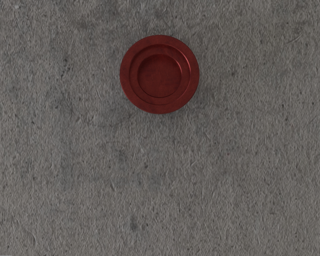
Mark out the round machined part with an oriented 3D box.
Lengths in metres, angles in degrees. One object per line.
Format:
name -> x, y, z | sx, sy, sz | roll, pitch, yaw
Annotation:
round machined part -> 0.000, -0.066, 0.401 | 0.099, 0.042, 0.097 | 0, 90, 0
